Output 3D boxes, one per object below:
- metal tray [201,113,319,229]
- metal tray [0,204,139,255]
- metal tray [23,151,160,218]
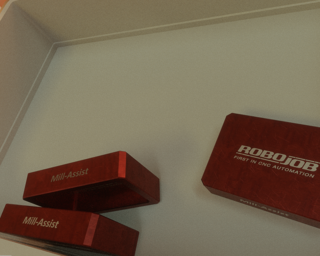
[{"bbox_3d":[0.119,0.039,0.316,0.130,0.030,0.090,13,68,33],"label":"metal tray"},{"bbox_3d":[-0.101,0.115,0.346,0.130,0.090,0.030,-3,61,27],"label":"metal tray"},{"bbox_3d":[-0.077,0.071,0.360,0.130,0.090,0.030,-15,56,20],"label":"metal tray"}]
